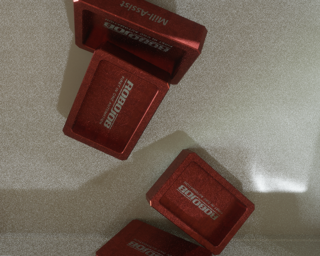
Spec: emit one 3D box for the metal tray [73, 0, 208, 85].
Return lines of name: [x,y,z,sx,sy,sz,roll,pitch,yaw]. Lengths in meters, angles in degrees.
metal tray: [-0.025,-0.099,0.340,0.131,0.090,0.030,20,72,-8]

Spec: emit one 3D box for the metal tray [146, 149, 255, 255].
metal tray: [0.057,0.103,0.431,0.130,0.030,0.090,41,84,-14]

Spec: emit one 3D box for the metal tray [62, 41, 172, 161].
metal tray: [-0.055,-0.028,0.381,0.090,0.030,0.129,26,122,-10]

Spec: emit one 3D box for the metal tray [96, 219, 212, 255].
metal tray: [-0.008,0.178,0.412,0.130,0.091,0.030,13,114,29]
